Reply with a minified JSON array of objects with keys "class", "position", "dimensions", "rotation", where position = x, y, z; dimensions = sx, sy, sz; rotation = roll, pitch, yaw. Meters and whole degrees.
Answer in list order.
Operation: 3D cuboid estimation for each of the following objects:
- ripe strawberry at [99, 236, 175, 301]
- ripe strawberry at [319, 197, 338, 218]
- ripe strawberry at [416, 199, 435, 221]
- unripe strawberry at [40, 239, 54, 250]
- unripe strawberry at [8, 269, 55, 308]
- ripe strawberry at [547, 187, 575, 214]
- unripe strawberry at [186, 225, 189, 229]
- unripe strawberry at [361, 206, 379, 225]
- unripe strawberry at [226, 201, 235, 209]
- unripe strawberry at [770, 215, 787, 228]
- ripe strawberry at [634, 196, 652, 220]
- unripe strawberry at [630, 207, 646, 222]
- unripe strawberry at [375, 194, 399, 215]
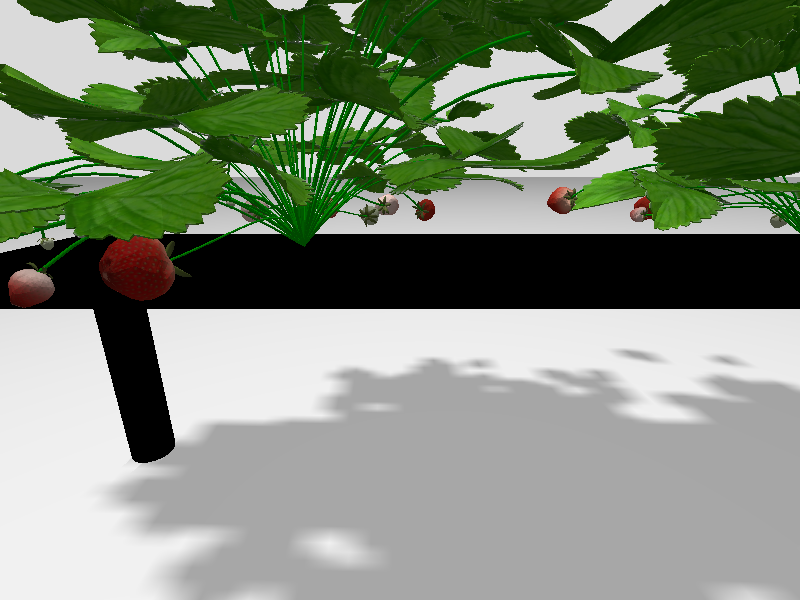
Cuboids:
[{"class":"ripe strawberry","position":[-0.136,-0.016,0.206],"dimensions":[0.030,0.034,0.033],"rotation":[6,20,18]},{"class":"ripe strawberry","position":[-0.098,-0.127,0.548],"dimensions":[0.027,0.028,0.029],"rotation":[-1,18,-3]},{"class":"ripe strawberry","position":[0.034,-0.114,0.506],"dimensions":[0.024,0.027,0.026],"rotation":[13,22,33]},{"class":"unripe strawberry","position":[-0.294,-0.047,0.334],"dimensions":[0.010,0.010,0.009],"rotation":[-2,19,-5]},{"class":"unripe strawberry","position":[-0.187,-0.005,0.202],"dimensions":[0.019,0.019,0.017],"rotation":[12,-21,31]},{"class":"ripe strawberry","position":[0.236,-0.146,0.589],"dimensions":[0.037,0.039,0.041],"rotation":[-9,9,-25]},{"class":"unripe strawberry","position":[-0.222,-0.076,0.407],"dimensions":[0.012,0.015,0.015],"rotation":[8,20,22]},{"class":"unripe strawberry","position":[-0.035,-0.102,0.483],"dimensions":[0.022,0.023,0.023],"rotation":[6,19,18]},{"class":"unripe strawberry","position":[-0.221,-0.125,0.523],"dimensions":[0.011,0.011,0.010],"rotation":[-13,23,-34]},{"class":"unripe strawberry","position":[0.432,-0.090,0.457],"dimensions":[0.016,0.016,0.014],"rotation":[11,49,29]},{"class":"ripe strawberry","position":[0.319,-0.119,0.513],"dimensions":[0.037,0.032,0.037],"rotation":[-5,19,-14]},{"class":"unripe strawberry","position":[0.295,-0.106,0.496],"dimensions":[0.016,0.019,0.018],"rotation":[-8,20,-23]},{"class":"unripe strawberry","position":[-0.017,-0.134,0.560],"dimensions":[0.033,0.028,0.033],"rotation":[6,19,16]}]
